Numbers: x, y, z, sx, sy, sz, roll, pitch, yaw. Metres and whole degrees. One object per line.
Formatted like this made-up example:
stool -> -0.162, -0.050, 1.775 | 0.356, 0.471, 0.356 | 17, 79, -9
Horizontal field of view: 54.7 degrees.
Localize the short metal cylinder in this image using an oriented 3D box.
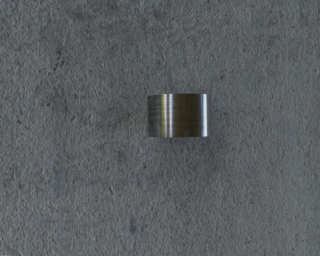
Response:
short metal cylinder -> 0.024, -0.015, 0.391 | 0.081, 0.080, 0.050 | -1, 91, -20
